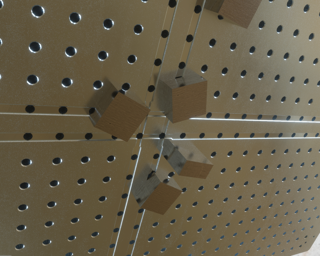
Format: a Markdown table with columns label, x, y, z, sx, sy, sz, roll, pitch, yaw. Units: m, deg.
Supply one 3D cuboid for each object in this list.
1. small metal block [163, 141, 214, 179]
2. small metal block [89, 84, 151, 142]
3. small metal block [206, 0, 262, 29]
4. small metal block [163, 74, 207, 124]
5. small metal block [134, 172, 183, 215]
| label | x | y | z | sx | sy | sz | roll | pitch | yaw |
| --- | --- | --- | --- | --- | --- | --- | --- | --- | --- |
| small metal block | 0.040 | 0.046 | 0.448 | 0.050 | 0.050 | 0.025 | 14 | 111 | -34 |
| small metal block | -0.049 | -0.017 | 0.375 | 0.050 | 0.025 | 0.050 | 29 | 102 | -38 |
| small metal block | 0.091 | -0.153 | 0.368 | 0.050 | 0.025 | 0.050 | 13 | 112 | -34 |
| small metal block | 0.033 | -0.039 | 0.407 | 0.050 | 0.025 | 0.050 | -16 | 125 | -20 |
| small metal block | -0.002 | 0.101 | 0.475 | 0.050 | 0.025 | 0.050 | 31 | 101 | -38 |
